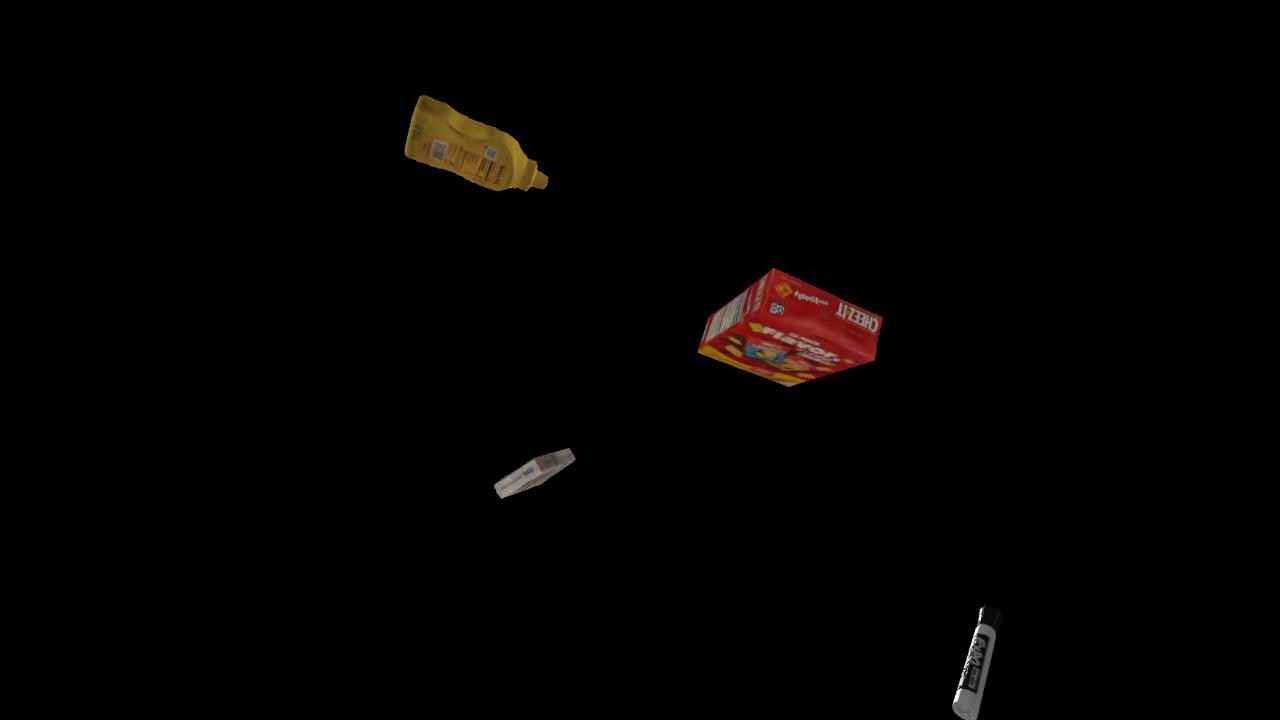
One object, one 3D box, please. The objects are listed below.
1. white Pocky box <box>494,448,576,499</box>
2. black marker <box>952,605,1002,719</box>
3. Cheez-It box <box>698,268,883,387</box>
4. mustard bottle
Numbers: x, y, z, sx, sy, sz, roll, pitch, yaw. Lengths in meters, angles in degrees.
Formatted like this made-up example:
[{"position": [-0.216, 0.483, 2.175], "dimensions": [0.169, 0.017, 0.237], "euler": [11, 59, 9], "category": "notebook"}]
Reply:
[{"position": [-0.167, 0.182, 1.006], "dimensions": [0.084, 0.028, 0.154], "euler": [-34, -10, 10], "category": "white Pocky box"}, {"position": [0.299, 0.261, 0.541], "dimensions": [0.020, 0.020, 0.121], "euler": [0, 24, 40], "category": "black marker"}, {"position": [0.199, -0.034, 0.862], "dimensions": [0.166, 0.071, 0.223], "euler": [21, -16, -10], "category": "Cheez-It box"}, {"position": [-0.208, -0.269, 0.812], "dimensions": [0.184, 0.054, 0.092], "euler": [19, -41, -20], "category": "mustard bottle"}]
